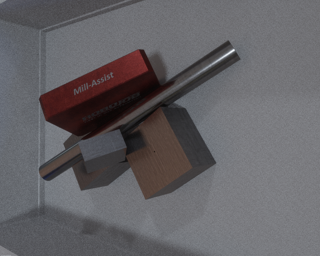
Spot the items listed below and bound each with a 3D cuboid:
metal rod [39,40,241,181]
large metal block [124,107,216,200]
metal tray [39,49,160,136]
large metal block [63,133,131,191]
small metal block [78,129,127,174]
[{"bbox_3d":[-0.039,-0.011,0.387,0.300,0.025,0.025,-32,70,19],"label":"metal rod"},{"bbox_3d":[0.008,0.030,0.381,0.080,0.050,0.080,-41,66,32],"label":"large metal block"},{"bbox_3d":[-0.064,-0.038,0.379,0.130,0.090,0.030,-25,73,3],"label":"metal tray"},{"bbox_3d":[-0.089,0.035,0.457,0.080,0.050,0.080,-41,66,32],"label":"large metal block"},{"bbox_3d":[-0.070,0.029,0.381,0.050,0.050,0.025,110,138,-64],"label":"small metal block"}]
